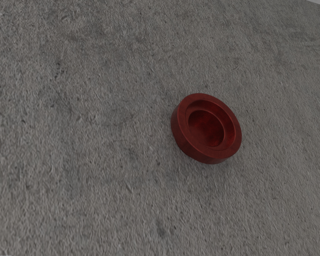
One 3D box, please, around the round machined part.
[{"bbox_3d":[0.058,0.004,0.421,0.099,0.042,0.098,13,56,-21],"label":"round machined part"}]
